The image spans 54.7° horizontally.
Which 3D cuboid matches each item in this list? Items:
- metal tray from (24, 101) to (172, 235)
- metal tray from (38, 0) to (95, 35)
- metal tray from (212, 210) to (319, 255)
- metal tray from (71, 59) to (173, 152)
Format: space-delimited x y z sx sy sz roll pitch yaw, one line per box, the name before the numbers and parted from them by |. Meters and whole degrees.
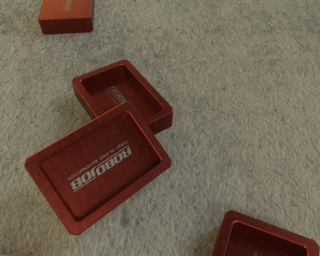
metal tray | -0.063 0.040 0.337 0.131 0.030 0.090 -34 89 -25
metal tray | -0.174 -0.230 0.591 0.091 0.030 0.130 -5 50 -4
metal tray | 0.084 0.149 0.275 0.090 0.030 0.130 18 52 14
metal tray | -0.053 -0.036 0.429 0.091 0.030 0.130 -26 55 -21
